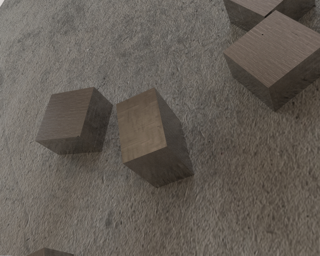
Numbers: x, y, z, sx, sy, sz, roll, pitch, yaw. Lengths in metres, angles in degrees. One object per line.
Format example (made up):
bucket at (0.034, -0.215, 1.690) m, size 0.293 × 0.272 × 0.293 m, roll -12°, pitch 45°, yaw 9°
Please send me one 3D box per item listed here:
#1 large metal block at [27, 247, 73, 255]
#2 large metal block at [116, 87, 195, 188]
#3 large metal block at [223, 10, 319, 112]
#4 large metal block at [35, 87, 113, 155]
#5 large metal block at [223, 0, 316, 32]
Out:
large metal block at (-0.142, 0.192, 0.345) m, size 0.080 × 0.050 × 0.080 m, roll -27°, pitch 52°, yaw 11°
large metal block at (-0.005, 0.014, 0.363) m, size 0.050 × 0.080 × 0.080 m, roll -23°, pitch 53°, yaw 15°
large metal block at (0.136, -0.080, 0.365) m, size 0.080 × 0.050 × 0.080 m, roll -38°, pitch 51°, yaw 2°
large metal block at (-0.125, -0.009, 0.459) m, size 0.080 × 0.050 × 0.080 m, roll -6°, pitch 59°, yaw 25°
large metal block at (0.145, -0.172, 0.417) m, size 0.080 × 0.050 × 0.080 m, roll -41°, pitch 51°, yaw 0°
